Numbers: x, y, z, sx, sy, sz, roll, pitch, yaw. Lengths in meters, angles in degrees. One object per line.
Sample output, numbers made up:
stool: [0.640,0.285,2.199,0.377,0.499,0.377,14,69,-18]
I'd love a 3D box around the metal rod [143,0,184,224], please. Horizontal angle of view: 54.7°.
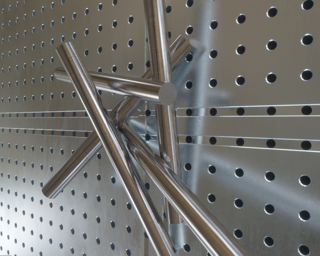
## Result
metal rod: [0.005,-0.031,0.373,0.025,0.025,0.298,0,99,39]

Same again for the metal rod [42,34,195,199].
metal rod: [-0.067,-0.005,0.424,0.299,0.025,0.025,-45,63,17]

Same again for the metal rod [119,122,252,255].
metal rod: [0.007,0.058,0.338,0.300,0.025,0.025,42,117,53]

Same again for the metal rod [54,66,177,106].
metal rod: [-0.084,-0.066,0.438,0.300,0.025,0.025,19,102,50]

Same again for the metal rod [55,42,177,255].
metal rod: [-0.056,0.030,0.399,0.025,0.025,0.299,-26,91,37]
